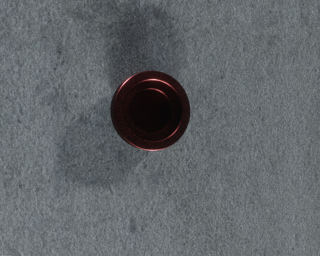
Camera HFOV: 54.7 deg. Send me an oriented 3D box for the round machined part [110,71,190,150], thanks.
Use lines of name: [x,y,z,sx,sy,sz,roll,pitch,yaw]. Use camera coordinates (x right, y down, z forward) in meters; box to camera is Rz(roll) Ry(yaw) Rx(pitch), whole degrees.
round machined part: [-0.015,-0.021,0.395,0.099,0.042,0.097,0,90,-21]
